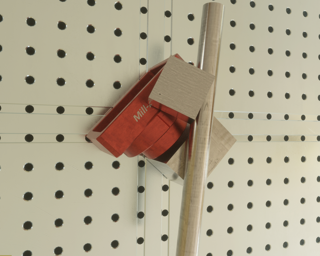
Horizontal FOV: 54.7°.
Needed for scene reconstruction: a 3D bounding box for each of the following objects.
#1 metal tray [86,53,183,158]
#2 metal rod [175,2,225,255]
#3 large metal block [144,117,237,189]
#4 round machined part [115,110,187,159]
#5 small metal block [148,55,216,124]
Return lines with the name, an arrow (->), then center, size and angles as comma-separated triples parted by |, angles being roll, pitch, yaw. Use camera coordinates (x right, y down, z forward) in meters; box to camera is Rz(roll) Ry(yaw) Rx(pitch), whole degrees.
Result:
metal tray -> -0.027, -0.026, 0.369 | 0.030, 0.090, 0.130 | 45, 76, -15
metal rod -> 0.044, 0.011, 0.345 | 0.025, 0.025, 0.298 | 7, 88, -20
large metal block -> 0.036, 0.027, 0.395 | 0.050, 0.080, 0.080 | 45, 76, -15
round machined part -> -0.005, -0.001, 0.377 | 0.042, 0.098, 0.098 | 44, 76, -15
small metal block -> 0.021, -0.039, 0.317 | 0.050, 0.025, 0.050 | 26, 79, 0
